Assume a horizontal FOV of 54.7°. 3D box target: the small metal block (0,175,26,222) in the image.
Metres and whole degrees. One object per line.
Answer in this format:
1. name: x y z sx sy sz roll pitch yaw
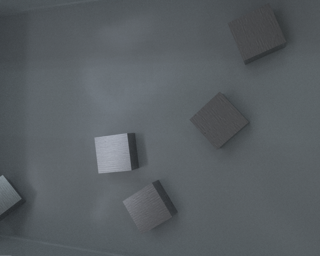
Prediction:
1. small metal block: -0.249 0.111 0.483 0.050 0.025 0.050 -40 78 -21

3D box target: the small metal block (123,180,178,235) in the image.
1. small metal block: -0.013 0.105 0.414 0.050 0.025 0.050 -35 79 16

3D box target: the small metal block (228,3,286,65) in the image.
1. small metal block: 0.115 -0.111 0.370 0.050 0.025 0.050 -23 83 18

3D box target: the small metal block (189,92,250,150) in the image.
1. small metal block: 0.074 -0.009 0.384 0.050 0.025 0.050 -44 77 14

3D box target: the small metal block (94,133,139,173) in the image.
1. small metal block: -0.060 0.035 0.431 0.050 0.025 0.050 -8 87 19
